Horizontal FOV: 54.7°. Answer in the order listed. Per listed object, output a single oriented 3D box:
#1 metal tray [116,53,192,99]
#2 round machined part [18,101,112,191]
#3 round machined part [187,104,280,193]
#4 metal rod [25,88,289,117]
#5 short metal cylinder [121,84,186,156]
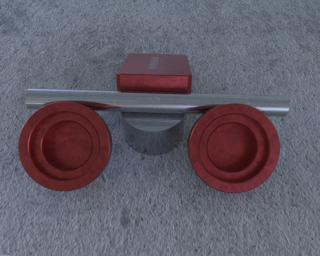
[{"bbox_3d":[-0.005,-0.076,0.430,0.091,0.030,0.130,2,24,1],"label":"metal tray"},{"bbox_3d":[-0.104,0.020,0.355,0.099,0.042,0.097,0,88,-1],"label":"round machined part"},{"bbox_3d":[0.080,0.021,0.354,0.099,0.042,0.097,0,93,0],"label":"round machined part"},{"bbox_3d":[-0.004,-0.030,0.366,0.302,0.025,0.025,2,50,1],"label":"metal rod"},{"bbox_3d":[-0.008,-0.011,0.398,0.081,0.050,0.080,0,50,0],"label":"short metal cylinder"}]
